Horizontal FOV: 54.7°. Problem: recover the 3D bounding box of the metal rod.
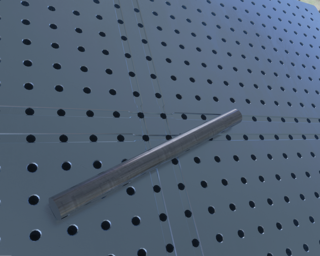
[{"bbox_3d":[0.007,0.031,0.394,0.302,0.025,0.025,-24,75,-37],"label":"metal rod"}]
